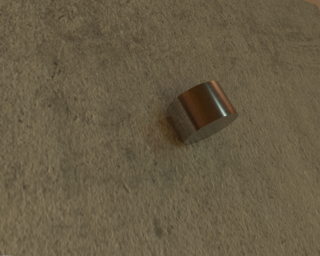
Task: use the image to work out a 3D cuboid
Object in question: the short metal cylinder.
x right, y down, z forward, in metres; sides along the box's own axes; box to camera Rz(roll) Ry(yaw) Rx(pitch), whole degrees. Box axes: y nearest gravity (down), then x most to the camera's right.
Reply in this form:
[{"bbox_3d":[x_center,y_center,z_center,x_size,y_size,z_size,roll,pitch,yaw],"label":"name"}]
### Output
[{"bbox_3d":[0.056,-0.019,0.412,0.081,0.080,0.050,-16,71,-35],"label":"short metal cylinder"}]
